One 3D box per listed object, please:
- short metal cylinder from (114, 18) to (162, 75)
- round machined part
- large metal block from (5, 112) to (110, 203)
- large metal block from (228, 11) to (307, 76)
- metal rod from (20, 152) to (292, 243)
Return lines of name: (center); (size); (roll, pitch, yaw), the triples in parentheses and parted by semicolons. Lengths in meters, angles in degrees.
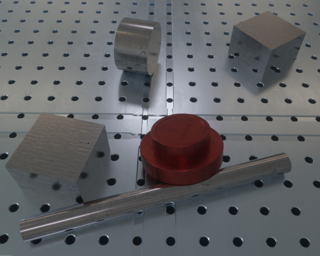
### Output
short metal cylinder: (-0.032, -0.125, 0.477); (0.050, 0.080, 0.080); (12, 51, 10)
round machined part: (0.025, 0.018, 0.365); (0.099, 0.042, 0.098); (-4, 34, 3)
large metal block: (-0.114, 0.034, 0.362); (0.080, 0.050, 0.080); (11, 51, 9)
large metal block: (0.175, -0.142, 0.512); (0.081, 0.050, 0.080); (-28, 56, -22)
metal rod: (0.006, 0.073, 0.345); (0.302, 0.025, 0.025); (-12, 51, -11)
